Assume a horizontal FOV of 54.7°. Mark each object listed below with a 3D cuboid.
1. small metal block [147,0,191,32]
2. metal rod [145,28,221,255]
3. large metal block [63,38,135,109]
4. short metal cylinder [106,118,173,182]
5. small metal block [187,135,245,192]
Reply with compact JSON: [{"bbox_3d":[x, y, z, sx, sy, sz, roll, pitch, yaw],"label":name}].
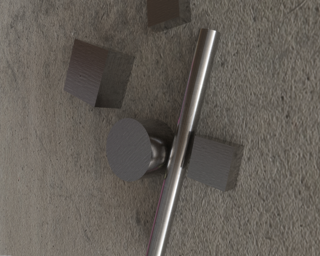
[{"bbox_3d":[0.011,-0.156,0.394,0.050,0.025,0.050,-5,87,39],"label":"small metal block"},{"bbox_3d":[0.025,0.032,0.382,0.025,0.025,0.298,21,103,38],"label":"metal rod"},{"bbox_3d":[-0.092,-0.081,0.462,0.080,0.050,0.079,27,107,36],"label":"large metal block"},{"bbox_3d":[-0.025,0.027,0.407,0.080,0.050,0.079,0,90,39],"label":"short metal cylinder"},{"bbox_3d":[0.063,0.038,0.352,0.050,0.025,0.050,17,101,38],"label":"small metal block"}]
